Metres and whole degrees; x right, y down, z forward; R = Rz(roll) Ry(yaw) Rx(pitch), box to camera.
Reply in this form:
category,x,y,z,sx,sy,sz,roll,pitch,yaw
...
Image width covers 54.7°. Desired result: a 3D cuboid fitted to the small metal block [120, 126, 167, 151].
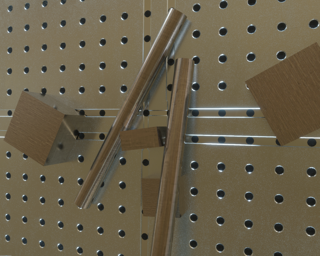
category,x,y,z,sx,sy,sz,roll,pitch,yaw
small metal block,-0.017,0.013,0.405,0.050,0.050,0.025,-8,88,20

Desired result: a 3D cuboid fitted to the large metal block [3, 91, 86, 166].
category,x,y,z,sx,sy,sz,roll,pitch,yaw
large metal block,-0.170,0.000,0.460,0.080,0.050,0.080,28,99,18

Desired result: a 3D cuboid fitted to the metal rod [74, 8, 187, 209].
category,x,y,z,sx,sy,sz,roll,pitch,yaw
metal rod,-0.045,-0.020,0.428,0.025,0.025,0.299,31,100,17

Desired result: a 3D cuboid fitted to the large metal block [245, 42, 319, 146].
category,x,y,z,sx,sy,sz,roll,pitch,yaw
large metal block,0.153,-0.034,0.345,0.080,0.050,0.080,-29,81,17

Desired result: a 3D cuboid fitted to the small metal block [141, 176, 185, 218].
category,x,y,z,sx,sy,sz,roll,pitch,yaw
small metal block,0.005,0.090,0.411,0.050,0.025,0.050,-3,89,20

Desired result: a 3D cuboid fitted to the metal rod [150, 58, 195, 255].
category,x,y,z,sx,sy,sz,roll,pitch,yaw
metal rod,0.013,0.060,0.382,0.025,0.025,0.299,5,82,20
